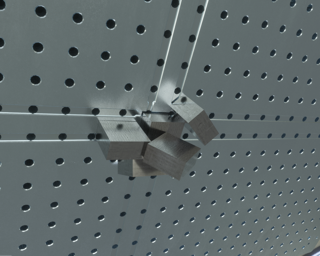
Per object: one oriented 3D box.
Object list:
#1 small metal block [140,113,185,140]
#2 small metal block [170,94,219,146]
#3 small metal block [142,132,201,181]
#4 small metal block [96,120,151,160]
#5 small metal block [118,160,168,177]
[{"bbox_3d":[0.000,0.008,0.415,0.050,0.025,0.050,1,118,-30],"label":"small metal block"},{"bbox_3d":[0.046,-0.011,0.412,0.025,0.050,0.050,-41,130,-1],"label":"small metal block"},{"bbox_3d":[0.015,0.033,0.377,0.050,0.050,0.025,-31,142,-59],"label":"small metal block"},{"bbox_3d":[-0.046,0.014,0.378,0.050,0.050,0.025,2,118,-29],"label":"small metal block"},{"bbox_3d":[-0.023,0.049,0.409,0.050,0.050,0.025,1,86,-29],"label":"small metal block"}]
